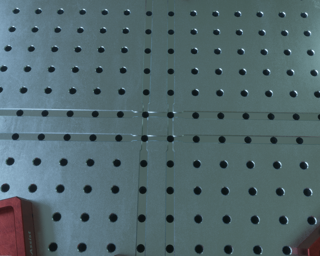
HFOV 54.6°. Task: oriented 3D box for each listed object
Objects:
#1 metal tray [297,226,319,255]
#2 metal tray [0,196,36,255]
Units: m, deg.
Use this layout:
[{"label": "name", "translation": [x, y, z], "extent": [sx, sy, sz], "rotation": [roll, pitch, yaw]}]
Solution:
[{"label": "metal tray", "translation": [0.240, 0.136, 0.360], "extent": [0.130, 0.030, 0.090], "rotation": [-37, 74, -13]}, {"label": "metal tray", "translation": [-0.192, 0.153, 0.352], "extent": [0.091, 0.030, 0.130], "rotation": [-13, 71, -5]}]
